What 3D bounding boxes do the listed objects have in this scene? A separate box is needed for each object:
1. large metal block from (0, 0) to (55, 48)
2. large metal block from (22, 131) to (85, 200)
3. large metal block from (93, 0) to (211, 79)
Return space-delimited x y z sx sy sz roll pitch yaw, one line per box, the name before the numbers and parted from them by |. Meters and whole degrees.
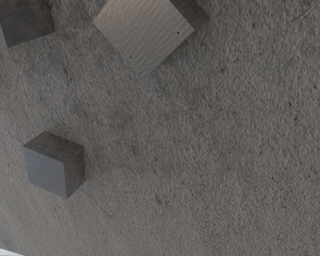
large metal block | -0.196 -0.139 0.389 0.080 0.080 0.050 11 123 22
large metal block | -0.176 0.062 0.522 0.080 0.050 0.079 19 126 17
large metal block | -0.009 -0.113 0.326 0.080 0.050 0.080 48 129 -6
